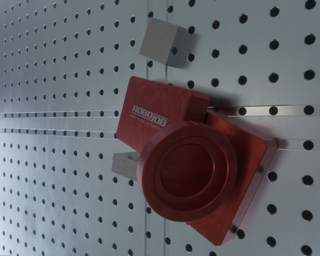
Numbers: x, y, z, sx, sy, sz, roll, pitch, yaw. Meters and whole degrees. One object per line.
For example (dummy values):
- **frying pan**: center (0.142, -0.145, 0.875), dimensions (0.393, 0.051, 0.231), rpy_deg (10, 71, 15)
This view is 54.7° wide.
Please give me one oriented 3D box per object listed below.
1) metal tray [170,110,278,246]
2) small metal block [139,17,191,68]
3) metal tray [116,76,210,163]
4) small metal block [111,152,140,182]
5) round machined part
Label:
- **metal tray**: center (0.063, 0.054, 0.354), dimensions (0.090, 0.030, 0.129), rpy_deg (31, 109, 35)
- **small metal block**: center (0.005, -0.112, 0.405), dimensions (0.050, 0.025, 0.050), rpy_deg (31, 109, 35)
- **metal tray**: center (-0.003, -0.011, 0.385), dimensions (0.130, 0.030, 0.089), rpy_deg (25, 102, 52)
- **small metal block**: center (-0.028, 0.050, 0.417), dimensions (0.050, 0.050, 0.025), rpy_deg (13, 98, 39)
- **round machined part**: center (0.024, 0.040, 0.312), dimensions (0.042, 0.099, 0.097), rpy_deg (-146, 65, -68)
